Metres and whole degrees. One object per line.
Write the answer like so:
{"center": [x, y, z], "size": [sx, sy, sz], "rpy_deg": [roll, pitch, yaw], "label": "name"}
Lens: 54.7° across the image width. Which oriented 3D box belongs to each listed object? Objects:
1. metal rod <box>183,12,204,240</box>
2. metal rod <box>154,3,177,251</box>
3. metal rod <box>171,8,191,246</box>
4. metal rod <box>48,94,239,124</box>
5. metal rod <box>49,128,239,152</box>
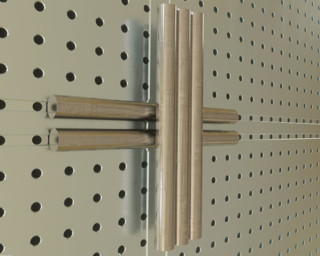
{"center": [0.045, -0.003, 0.417], "size": [0.025, 0.025, 0.298], "rpy_deg": [1, 90, -40], "label": "metal rod"}
{"center": [0.007, -0.001, 0.385], "size": [0.025, 0.025, 0.298], "rpy_deg": [1, 90, -40], "label": "metal rod"}
{"center": [0.026, -0.002, 0.401], "size": [0.025, 0.025, 0.298], "rpy_deg": [1, 90, -40], "label": "metal rod"}
{"center": [0.005, -0.020, 0.415], "size": [0.302, 0.025, 0.025], "rpy_deg": [1, 90, -40], "label": "metal rod"}
{"center": [0.006, 0.014, 0.417], "size": [0.302, 0.025, 0.025], "rpy_deg": [1, 90, -40], "label": "metal rod"}
